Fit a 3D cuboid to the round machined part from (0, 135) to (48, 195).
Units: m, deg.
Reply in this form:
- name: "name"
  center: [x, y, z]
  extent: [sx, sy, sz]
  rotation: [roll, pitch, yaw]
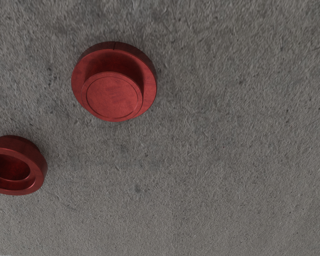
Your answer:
- name: "round machined part"
  center: [-0.208, 0.048, 0.435]
  extent: [0.099, 0.042, 0.097]
  rotation: [0, 130, 0]

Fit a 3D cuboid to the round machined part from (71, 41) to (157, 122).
- name: "round machined part"
  center: [-0.053, -0.045, 0.357]
  extent: [0.099, 0.042, 0.097]
  rotation: [0, 130, 0]
